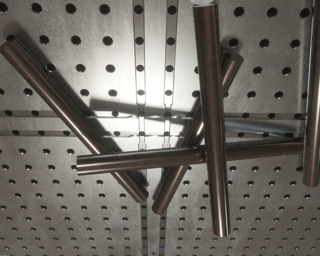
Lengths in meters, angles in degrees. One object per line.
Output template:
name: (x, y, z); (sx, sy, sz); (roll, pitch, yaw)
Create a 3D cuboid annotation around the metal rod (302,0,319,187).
metal rod: (0.199, -0.027, 0.391); (0.025, 0.025, 0.299); (-11, 130, 9)

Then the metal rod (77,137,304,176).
metal rod: (0.047, 0.035, 0.408); (0.302, 0.025, 0.025); (-4, 131, -11)

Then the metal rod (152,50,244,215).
metal rod: (0.040, 0.029, 0.436); (0.025, 0.025, 0.298); (12, 129, -11)

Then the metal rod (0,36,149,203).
metal rod: (-0.096, 0.010, 0.419); (0.025, 0.025, 0.299); (-21, 128, 16)

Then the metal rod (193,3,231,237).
metal rod: (0.066, 0.011, 0.372); (0.025, 0.025, 0.298); (-7, 115, 5)
